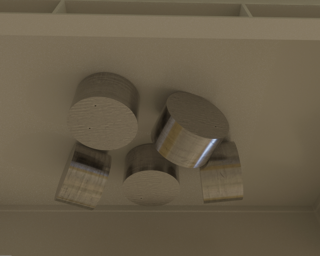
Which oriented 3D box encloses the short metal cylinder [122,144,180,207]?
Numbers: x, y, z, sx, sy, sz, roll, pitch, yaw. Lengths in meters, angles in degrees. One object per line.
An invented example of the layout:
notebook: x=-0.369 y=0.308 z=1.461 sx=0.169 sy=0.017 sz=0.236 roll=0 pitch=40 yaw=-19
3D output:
short metal cylinder: x=-0.012 y=0.069 z=0.449 sx=0.081 sy=0.050 sz=0.079 roll=0 pitch=130 yaw=0

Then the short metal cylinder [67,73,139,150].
short metal cylinder: x=-0.066 y=-0.019 z=0.373 sx=0.081 sy=0.050 sz=0.079 roll=0 pitch=130 yaw=0

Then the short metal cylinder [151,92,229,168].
short metal cylinder: x=0.035 y=0.001 z=0.374 sx=0.081 sy=0.080 sz=0.050 roll=17 pitch=128 yaw=-14

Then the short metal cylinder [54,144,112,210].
short metal cylinder: x=-0.106 y=0.067 z=0.426 sx=0.050 sy=0.080 sz=0.080 roll=21 pitch=127 yaw=-18

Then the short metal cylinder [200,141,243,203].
short metal cylinder: x=0.080 y=0.060 z=0.423 sx=0.050 sy=0.080 sz=0.080 roll=-7 pitch=130 yaw=5
